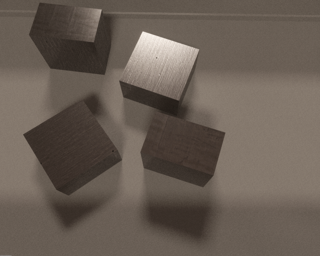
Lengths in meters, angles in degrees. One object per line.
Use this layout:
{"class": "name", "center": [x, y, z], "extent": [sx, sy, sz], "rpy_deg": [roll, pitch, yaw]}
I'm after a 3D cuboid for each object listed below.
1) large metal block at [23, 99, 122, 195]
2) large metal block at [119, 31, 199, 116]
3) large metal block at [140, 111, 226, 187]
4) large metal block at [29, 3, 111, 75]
{"class": "large metal block", "center": [-0.106, 0.025, 0.386], "extent": [0.080, 0.050, 0.080], "rpy_deg": [-34, 74, -12]}
{"class": "large metal block", "center": [0.000, -0.074, 0.423], "extent": [0.080, 0.050, 0.080], "rpy_deg": [20, 71, 6]}
{"class": "large metal block", "center": [0.025, 0.029, 0.370], "extent": [0.080, 0.080, 0.050], "rpy_deg": [17, 71, 6]}
{"class": "large metal block", "center": [-0.117, -0.119, 0.422], "extent": [0.080, 0.080, 0.050], "rpy_deg": [7, 70, 2]}
